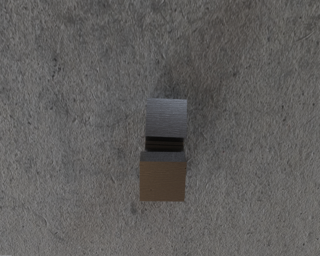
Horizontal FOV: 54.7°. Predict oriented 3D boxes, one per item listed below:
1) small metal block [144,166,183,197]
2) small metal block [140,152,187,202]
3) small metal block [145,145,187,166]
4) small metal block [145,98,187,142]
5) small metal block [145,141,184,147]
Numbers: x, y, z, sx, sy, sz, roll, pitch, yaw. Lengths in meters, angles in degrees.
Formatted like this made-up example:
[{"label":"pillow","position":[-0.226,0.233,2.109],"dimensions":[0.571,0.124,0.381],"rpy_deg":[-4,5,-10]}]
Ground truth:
[{"label":"small metal block","position":[0.004,0.074,0.425],"dimensions":[0.050,0.025,0.050],"rpy_deg":[2,151,-1]},{"label":"small metal block","position":[0.003,0.055,0.351],"dimensions":[0.050,0.025,0.050],"rpy_deg":[1,110,-1]},{"label":"small metal block","position":[0.005,0.043,0.386],"dimensions":[0.050,0.050,0.025],"rpy_deg":[2,110,-1]},{"label":"small metal block","position":[0.008,-0.010,0.395],"dimensions":[0.050,0.025,0.050],"rpy_deg":[3,74,-1]},{"label":"small metal block","position":[0.005,0.029,0.423],"dimensions":[0.050,0.025,0.050],"rpy_deg":[2,110,-2]}]
